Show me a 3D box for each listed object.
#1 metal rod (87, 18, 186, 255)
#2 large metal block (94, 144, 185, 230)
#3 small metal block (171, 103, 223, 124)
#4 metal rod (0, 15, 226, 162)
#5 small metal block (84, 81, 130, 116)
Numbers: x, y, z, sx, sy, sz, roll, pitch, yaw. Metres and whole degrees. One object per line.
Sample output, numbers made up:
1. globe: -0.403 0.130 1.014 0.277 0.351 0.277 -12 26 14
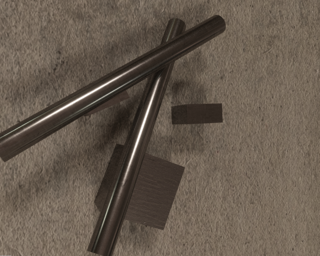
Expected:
1. metal rod: -0.018 -0.009 0.360 0.025 0.025 0.300 26 65 -19
2. large metal block: -0.026 0.071 0.387 0.080 0.050 0.080 22 83 -19
3. small metal block: 0.048 -0.018 0.415 0.050 0.050 0.025 -3 91 -20
4. metal rod: -0.036 -0.058 0.343 0.302 0.025 0.025 -35 102 -25
5. small metal block: -0.070 -0.036 0.370 0.050 0.050 0.025 -26 99 -18
